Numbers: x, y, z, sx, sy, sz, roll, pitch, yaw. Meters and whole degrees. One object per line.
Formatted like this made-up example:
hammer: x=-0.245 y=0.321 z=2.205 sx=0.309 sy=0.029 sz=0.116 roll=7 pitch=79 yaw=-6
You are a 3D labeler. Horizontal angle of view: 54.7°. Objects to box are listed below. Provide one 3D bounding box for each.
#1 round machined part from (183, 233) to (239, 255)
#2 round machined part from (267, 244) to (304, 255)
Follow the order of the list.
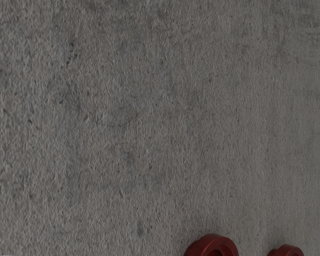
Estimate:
round machined part: x=0.069 y=0.203 z=0.452 sx=0.099 sy=0.042 sz=0.097 roll=0 pitch=90 yaw=-40
round machined part: x=0.234 y=0.271 z=0.590 sx=0.099 sy=0.042 sz=0.097 roll=0 pitch=90 yaw=-40
